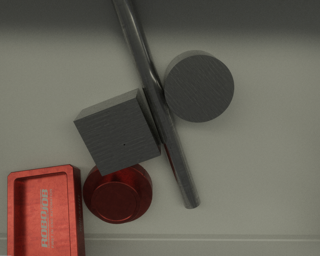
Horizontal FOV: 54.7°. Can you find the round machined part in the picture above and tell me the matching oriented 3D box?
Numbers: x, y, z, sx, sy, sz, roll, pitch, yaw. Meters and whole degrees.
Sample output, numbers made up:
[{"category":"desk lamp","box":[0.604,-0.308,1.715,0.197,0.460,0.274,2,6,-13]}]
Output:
[{"category":"round machined part","box":[-0.060,0.095,0.436,0.099,0.042,0.097,0,110,-1]}]

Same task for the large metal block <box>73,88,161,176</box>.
[{"category":"large metal block","box":[-0.051,0.004,0.399,0.080,0.050,0.080,-20,109,7]}]

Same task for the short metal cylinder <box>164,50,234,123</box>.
[{"category":"short metal cylinder","box":[0.045,-0.052,0.379,0.081,0.050,0.079,0,110,-1]}]

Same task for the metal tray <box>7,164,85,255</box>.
[{"category":"metal tray","box":[-0.151,0.119,0.412,0.091,0.030,0.129,-8,74,1]}]

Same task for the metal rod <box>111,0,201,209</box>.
[{"category":"metal rod","box":[0.001,-0.022,0.403,0.025,0.025,0.298,-17,110,6]}]
